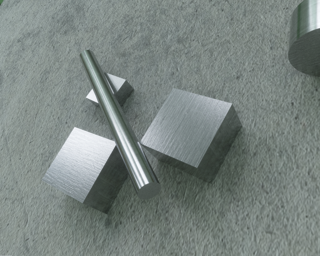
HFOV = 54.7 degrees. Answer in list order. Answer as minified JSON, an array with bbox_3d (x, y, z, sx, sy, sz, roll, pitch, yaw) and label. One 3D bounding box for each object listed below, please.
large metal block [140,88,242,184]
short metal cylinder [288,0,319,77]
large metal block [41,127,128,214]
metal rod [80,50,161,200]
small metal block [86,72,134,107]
[{"bbox_3d":[0.037,0.007,0.364,0.080,0.050,0.080,20,72,35],"label":"large metal block"},{"bbox_3d":[0.183,-0.100,0.334,0.080,0.080,0.050,0,62,28],"label":"short metal cylinder"},{"bbox_3d":[-0.091,0.054,0.403,0.080,0.050,0.080,16,70,34],"label":"large metal block"},{"bbox_3d":[-0.066,-0.028,0.410,0.025,0.025,0.300,-36,45,4],"label":"metal rod"},{"bbox_3d":[-0.077,-0.053,0.477,0.050,0.025,0.050,24,75,36],"label":"small metal block"}]
